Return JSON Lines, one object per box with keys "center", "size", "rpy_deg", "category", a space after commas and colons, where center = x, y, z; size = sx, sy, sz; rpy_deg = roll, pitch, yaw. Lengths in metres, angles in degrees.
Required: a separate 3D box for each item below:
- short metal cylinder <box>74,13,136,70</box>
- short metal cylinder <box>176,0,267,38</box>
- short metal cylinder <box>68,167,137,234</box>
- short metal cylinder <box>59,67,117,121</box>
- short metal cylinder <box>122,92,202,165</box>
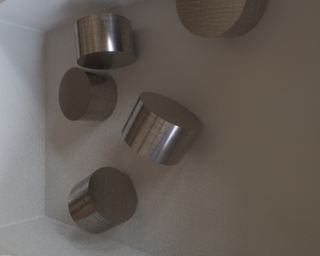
{"center": [-0.077, -0.117, 0.432], "size": [0.080, 0.081, 0.050], "rpy_deg": [-11, 83, 39], "category": "short metal cylinder"}
{"center": [0.064, -0.136, 0.326], "size": [0.080, 0.050, 0.079], "rpy_deg": [12, 110, 37], "category": "short metal cylinder"}
{"center": [-0.079, 0.101, 0.434], "size": [0.050, 0.081, 0.080], "rpy_deg": [-35, 68, 34], "category": "short metal cylinder"}
{"center": [-0.112, -0.051, 0.480], "size": [0.080, 0.050, 0.079], "rpy_deg": [0, 90, 39], "category": "short metal cylinder"}
{"center": [0.002, -0.001, 0.368], "size": [0.080, 0.081, 0.050], "rpy_deg": [43, 116, 31], "category": "short metal cylinder"}
